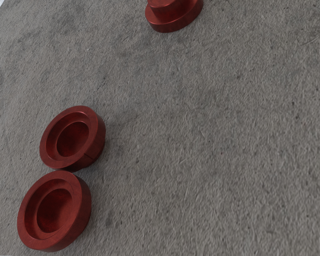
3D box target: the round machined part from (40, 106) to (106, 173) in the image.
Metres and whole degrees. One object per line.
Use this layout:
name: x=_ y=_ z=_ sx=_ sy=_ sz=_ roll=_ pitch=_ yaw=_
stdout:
round machined part: x=-0.119 y=0.020 z=0.443 sx=0.098 sy=0.042 sz=0.098 roll=-13 pitch=56 yaw=21

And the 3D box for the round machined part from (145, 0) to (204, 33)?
round machined part: x=0.018 y=-0.209 z=0.512 sx=0.098 sy=0.042 sz=0.098 roll=-13 pitch=56 yaw=21

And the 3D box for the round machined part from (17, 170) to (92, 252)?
round machined part: x=-0.128 y=0.107 z=0.395 sx=0.098 sy=0.042 sz=0.098 roll=-13 pitch=56 yaw=21
